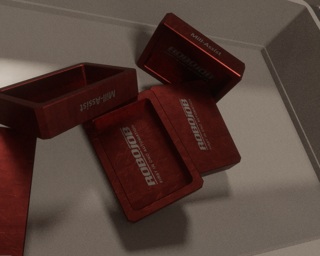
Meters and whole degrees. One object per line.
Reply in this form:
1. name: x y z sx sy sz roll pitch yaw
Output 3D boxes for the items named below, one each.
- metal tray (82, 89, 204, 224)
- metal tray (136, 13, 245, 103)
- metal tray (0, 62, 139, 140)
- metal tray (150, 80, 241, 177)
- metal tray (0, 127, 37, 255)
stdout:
1. metal tray: -0.022 0.030 0.353 0.091 0.030 0.130 -25 74 -14
2. metal tray: 0.042 -0.090 0.442 0.130 0.090 0.030 33 51 -8
3. metal tray: -0.097 -0.036 0.329 0.090 0.030 0.131 14 31 33
4. metal tray: 0.042 0.001 0.417 0.091 0.030 0.130 -12 68 -25
5. metal tray: -0.166 0.060 0.277 0.091 0.030 0.130 8 58 -24
